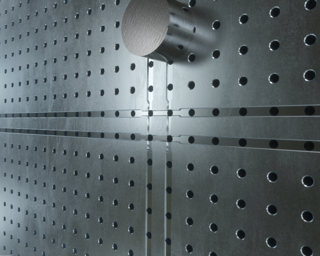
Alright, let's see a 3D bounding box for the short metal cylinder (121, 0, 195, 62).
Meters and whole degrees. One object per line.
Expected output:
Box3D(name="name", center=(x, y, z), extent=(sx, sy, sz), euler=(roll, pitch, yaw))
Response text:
Box3D(name="short metal cylinder", center=(-0.003, -0.128, 0.397), extent=(0.080, 0.050, 0.080), euler=(0, 90, 40))
